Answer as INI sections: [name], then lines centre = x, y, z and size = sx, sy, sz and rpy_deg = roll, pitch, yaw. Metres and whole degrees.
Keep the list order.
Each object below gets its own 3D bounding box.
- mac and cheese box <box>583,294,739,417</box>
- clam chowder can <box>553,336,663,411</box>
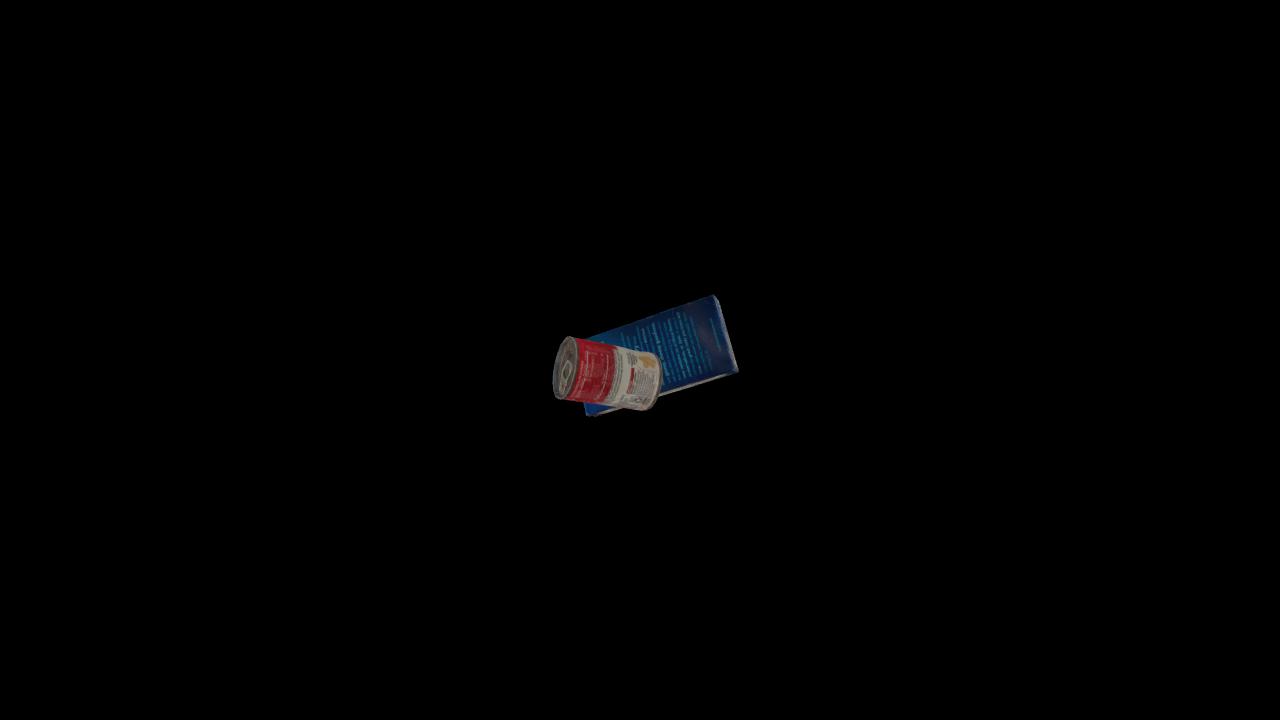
[mac and cheese box]
centre = 0.015, -0.002, 0.723
size = 0.184, 0.093, 0.041
rpy_deg = -18, -10, 15
[clam chowder can]
centre = -0.035, 0.016, 0.663
size = 0.102, 0.068, 0.068
rpy_deg = 11, -5, -25
